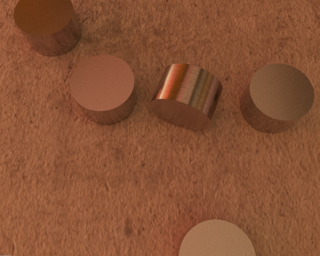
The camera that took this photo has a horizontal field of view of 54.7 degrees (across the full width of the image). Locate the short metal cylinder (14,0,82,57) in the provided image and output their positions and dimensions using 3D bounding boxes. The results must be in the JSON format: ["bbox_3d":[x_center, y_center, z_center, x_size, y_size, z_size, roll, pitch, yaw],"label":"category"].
[{"bbox_3d":[-0.160,-0.152,0.448,0.081,0.050,0.080,0,70,0],"label":"short metal cylinder"}]

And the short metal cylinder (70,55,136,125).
[{"bbox_3d":[-0.073,-0.050,0.412,0.081,0.050,0.080,0,70,0],"label":"short metal cylinder"}]

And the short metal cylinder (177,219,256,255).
[{"bbox_3d":[0.059,0.144,0.343,0.081,0.050,0.080,0,70,0],"label":"short metal cylinder"}]

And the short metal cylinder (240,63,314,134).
[{"bbox_3d":[0.152,-0.038,0.411,0.081,0.050,0.080,0,70,0],"label":"short metal cylinder"}]

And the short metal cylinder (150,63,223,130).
[{"bbox_3d":[0.033,-0.037,0.393,0.080,0.080,0.050,19,71,6],"label":"short metal cylinder"}]
